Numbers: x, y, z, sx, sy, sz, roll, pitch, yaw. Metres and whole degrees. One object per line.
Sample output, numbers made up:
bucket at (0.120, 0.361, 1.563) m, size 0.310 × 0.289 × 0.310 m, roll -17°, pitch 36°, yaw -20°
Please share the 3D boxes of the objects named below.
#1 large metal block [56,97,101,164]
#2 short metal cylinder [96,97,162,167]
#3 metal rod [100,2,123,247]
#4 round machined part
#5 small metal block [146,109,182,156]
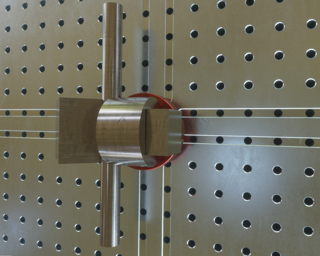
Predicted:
large metal block at (-0.111, 0.003, 0.415) m, size 0.050 × 0.080 × 0.079 m, roll 1°, pitch 90°, yaw -21°
short metal cylinder at (-0.032, 0.004, 0.361) m, size 0.050 × 0.080 × 0.079 m, roll 1°, pitch 90°, yaw 20°
metal rod at (-0.061, -0.004, 0.389) m, size 0.025 × 0.025 × 0.298 m, roll 1°, pitch 90°, yaw 19°
round machined part at (-0.015, 0.004, 0.407) m, size 0.098 × 0.042 × 0.097 m, roll 0°, pitch 90°, yaw 19°
small metal block at (0.006, 0.004, 0.352) m, size 0.025 × 0.050 × 0.050 m, roll 1°, pitch 91°, yaw 20°
